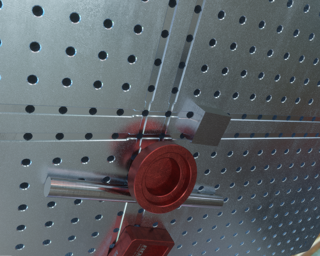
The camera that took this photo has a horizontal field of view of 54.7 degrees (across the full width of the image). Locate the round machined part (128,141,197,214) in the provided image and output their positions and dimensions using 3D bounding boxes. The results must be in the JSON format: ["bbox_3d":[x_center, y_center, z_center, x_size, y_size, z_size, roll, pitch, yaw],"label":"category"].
[{"bbox_3d":[0.000,0.065,0.431,0.099,0.042,0.097,-8,106,-29],"label":"round machined part"}]

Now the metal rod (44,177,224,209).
[{"bbox_3d":[-0.017,0.102,0.466,0.302,0.025,0.025,14,111,-34],"label":"metal rod"}]

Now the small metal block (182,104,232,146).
[{"bbox_3d":[0.068,-0.003,0.449,0.050,0.025,0.050,9,114,-33],"label":"small metal block"}]

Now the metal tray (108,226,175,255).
[{"bbox_3d":[-0.045,0.229,0.526,0.091,0.030,0.129,21,107,-36],"label":"metal tray"}]
